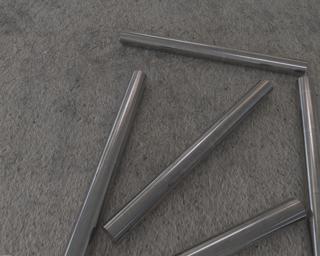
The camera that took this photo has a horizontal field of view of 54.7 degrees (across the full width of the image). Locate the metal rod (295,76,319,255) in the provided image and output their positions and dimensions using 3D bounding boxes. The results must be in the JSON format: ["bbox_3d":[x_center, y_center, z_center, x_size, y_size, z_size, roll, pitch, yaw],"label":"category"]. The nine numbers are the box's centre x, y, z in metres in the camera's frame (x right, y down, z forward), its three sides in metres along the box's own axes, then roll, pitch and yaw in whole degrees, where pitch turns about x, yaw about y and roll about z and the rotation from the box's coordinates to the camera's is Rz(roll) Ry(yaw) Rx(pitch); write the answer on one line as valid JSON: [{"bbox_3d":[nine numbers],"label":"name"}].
[{"bbox_3d":[0.181,0.045,0.366,0.025,0.025,0.300,10,51,8],"label":"metal rod"}]

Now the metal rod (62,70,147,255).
[{"bbox_3d":[-0.059,0.036,0.372,0.025,0.025,0.300,8,50,7],"label":"metal rod"}]

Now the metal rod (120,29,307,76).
[{"bbox_3d":[0.080,-0.125,0.508,0.301,0.025,0.025,13,51,10],"label":"metal rod"}]

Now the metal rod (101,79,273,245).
[{"bbox_3d":[0.052,0.024,0.383,0.025,0.025,0.302,35,58,26],"label":"metal rod"}]

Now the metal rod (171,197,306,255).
[{"bbox_3d":[0.010,0.135,0.289,0.302,0.025,0.025,-20,53,-16],"label":"metal rod"}]
